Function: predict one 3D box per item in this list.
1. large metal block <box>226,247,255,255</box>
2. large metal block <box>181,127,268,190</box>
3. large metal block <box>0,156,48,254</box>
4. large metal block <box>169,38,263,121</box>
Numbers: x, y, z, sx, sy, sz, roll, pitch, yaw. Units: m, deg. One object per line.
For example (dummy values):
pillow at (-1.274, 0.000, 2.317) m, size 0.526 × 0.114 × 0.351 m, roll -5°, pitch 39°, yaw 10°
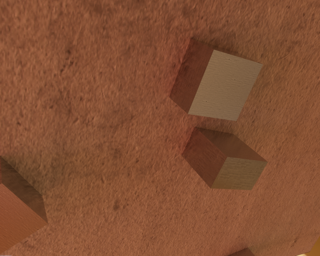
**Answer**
large metal block at (0.179, 0.319, 0.670) m, size 0.081 × 0.080 × 0.050 m, roll -10°, pitch 123°, yaw -23°
large metal block at (0.092, 0.044, 0.451) m, size 0.081 × 0.080 × 0.050 m, roll 10°, pitch 114°, yaw -33°
large metal block at (-0.187, 0.092, 0.346) m, size 0.080 × 0.050 × 0.080 m, roll -32°, pitch 129°, yaw -8°
large metal block at (0.070, -0.059, 0.394) m, size 0.081 × 0.050 × 0.079 m, roll 6°, pitch 115°, yaw -32°
